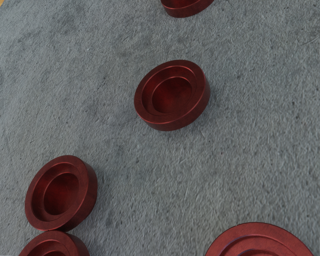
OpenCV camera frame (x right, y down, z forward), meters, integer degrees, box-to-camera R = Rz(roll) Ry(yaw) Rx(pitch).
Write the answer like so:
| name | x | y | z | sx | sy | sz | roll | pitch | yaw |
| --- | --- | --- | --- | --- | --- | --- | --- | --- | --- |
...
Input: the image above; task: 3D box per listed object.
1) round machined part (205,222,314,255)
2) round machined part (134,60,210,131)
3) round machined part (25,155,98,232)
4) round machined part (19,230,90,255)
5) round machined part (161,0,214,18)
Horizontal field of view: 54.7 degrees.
| name | x | y | z | sx | sy | sz | roll | pitch | yaw |
| --- | --- | --- | --- | --- | --- | --- | --- | --- | --- |
| round machined part | 0.087 | 0.134 | 0.264 | 0.098 | 0.042 | 0.098 | -13 | 56 | 21 |
| round machined part | 0.019 | -0.038 | 0.407 | 0.098 | 0.042 | 0.098 | -13 | 56 | 21 |
| round machined part | -0.122 | 0.088 | 0.403 | 0.098 | 0.042 | 0.098 | -13 | 56 | 21 |
| round machined part | -0.118 | 0.170 | 0.351 | 0.098 | 0.042 | 0.098 | -13 | 56 | 21 |
| round machined part | 0.045 | -0.234 | 0.513 | 0.098 | 0.042 | 0.098 | -13 | 56 | 21 |
